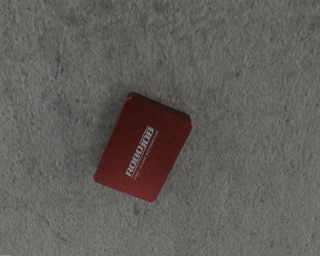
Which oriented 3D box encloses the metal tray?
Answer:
[{"bbox_3d":[-0.024,0.028,0.417,0.090,0.030,0.129,22,108,-8],"label":"metal tray"}]
